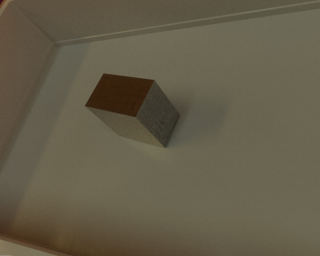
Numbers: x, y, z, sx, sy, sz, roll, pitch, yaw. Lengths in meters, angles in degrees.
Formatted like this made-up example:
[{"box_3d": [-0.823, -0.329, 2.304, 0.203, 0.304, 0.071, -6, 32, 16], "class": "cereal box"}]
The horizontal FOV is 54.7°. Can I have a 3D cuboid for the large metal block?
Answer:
[{"box_3d": [-0.033, -0.022, 0.397, 0.080, 0.080, 0.050, 13, 69, 33], "class": "large metal block"}]
